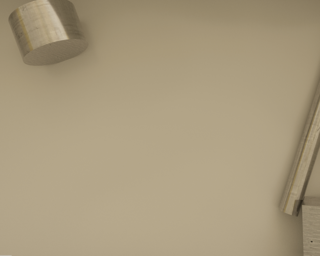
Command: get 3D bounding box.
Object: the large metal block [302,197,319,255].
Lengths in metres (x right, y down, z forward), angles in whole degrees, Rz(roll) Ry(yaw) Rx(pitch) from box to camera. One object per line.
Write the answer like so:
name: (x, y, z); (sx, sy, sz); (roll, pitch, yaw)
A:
large metal block: (0.224, 0.133, 0.386); (0.080, 0.050, 0.079); (-2, 90, 28)

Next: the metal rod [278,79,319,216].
metal rod: (0.217, -0.029, 0.414); (0.025, 0.025, 0.298); (18, 90, -1)

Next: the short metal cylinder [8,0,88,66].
short metal cylinder: (-0.136, -0.116, 0.382); (0.080, 0.080, 0.050); (-20, 90, 0)
